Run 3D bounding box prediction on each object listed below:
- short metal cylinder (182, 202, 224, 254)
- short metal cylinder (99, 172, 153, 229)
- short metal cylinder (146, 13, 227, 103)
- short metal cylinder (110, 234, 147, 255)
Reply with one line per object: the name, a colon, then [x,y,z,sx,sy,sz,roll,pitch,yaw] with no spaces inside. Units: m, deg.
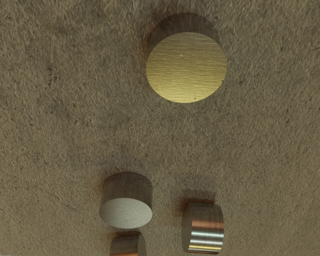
short metal cylinder: [0.068,0.165,0.512,0.050,0.080,0.079,7,130,-6]
short metal cylinder: [-0.052,0.114,0.487,0.081,0.050,0.079,0,130,0]
short metal cylinder: [0.026,-0.074,0.328,0.081,0.050,0.079,0,130,0]
short metal cylinder: [-0.057,0.242,0.577,0.050,0.080,0.080,-8,130,6]
